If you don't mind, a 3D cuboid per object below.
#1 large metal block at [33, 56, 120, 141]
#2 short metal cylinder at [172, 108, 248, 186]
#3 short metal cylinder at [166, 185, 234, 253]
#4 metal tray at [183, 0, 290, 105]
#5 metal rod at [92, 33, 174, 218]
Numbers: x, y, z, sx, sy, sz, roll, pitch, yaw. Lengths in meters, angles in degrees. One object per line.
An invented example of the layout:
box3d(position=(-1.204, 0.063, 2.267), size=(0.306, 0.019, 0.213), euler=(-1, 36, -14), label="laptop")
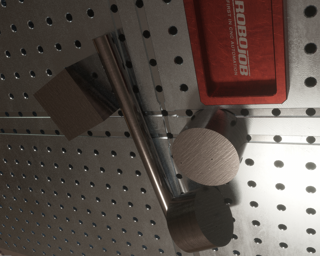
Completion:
box3d(position=(-0.112, -0.039, 0.428), size=(0.080, 0.050, 0.080), euler=(-26, 105, 36), label="large metal block")
box3d(position=(0.061, 0.023, 0.376), size=(0.080, 0.050, 0.079), euler=(13, 124, 20), label="short metal cylinder")
box3d(position=(0.055, 0.124, 0.422), size=(0.050, 0.080, 0.080), euler=(-31, 102, 37), label="short metal cylinder")
box3d(position=(0.078, -0.088, 0.311), size=(0.090, 0.030, 0.129), euler=(1, 119, 27), label="metal tray")
box3d(position=(-0.023, 0.018, 0.432), size=(0.025, 0.025, 0.298), euler=(-7, 116, 31), label="metal rod")
